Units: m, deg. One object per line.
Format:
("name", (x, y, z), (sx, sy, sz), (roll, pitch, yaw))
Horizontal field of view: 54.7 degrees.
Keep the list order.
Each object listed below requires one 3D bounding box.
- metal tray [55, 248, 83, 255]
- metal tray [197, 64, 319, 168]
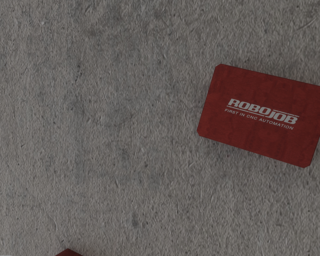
("metal tray", (-0.126, 0.256, 0.451), (0.090, 0.030, 0.129), (17, 96, 19))
("metal tray", (0.119, -0.016, 0.364), (0.130, 0.030, 0.089), (18, 96, 19))
